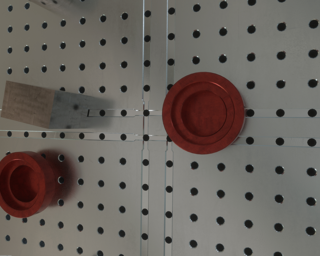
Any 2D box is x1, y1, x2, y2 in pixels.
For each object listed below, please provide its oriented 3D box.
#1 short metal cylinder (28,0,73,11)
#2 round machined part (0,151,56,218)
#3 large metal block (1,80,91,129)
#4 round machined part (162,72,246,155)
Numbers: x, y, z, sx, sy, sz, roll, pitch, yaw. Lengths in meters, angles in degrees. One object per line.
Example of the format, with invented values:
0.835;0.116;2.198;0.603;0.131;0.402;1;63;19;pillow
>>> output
-0.169;-0.222;0.459;0.080;0.050;0.080;0;90;20;short metal cylinder
-0.201;0.084;0.474;0.098;0.042;0.097;0;90;20;round machined part
-0.159;-0.031;0.440;0.080;0.080;0.050;12;94;19;large metal block
0.056;-0.018;0.384;0.098;0.042;0.097;0;90;20;round machined part
